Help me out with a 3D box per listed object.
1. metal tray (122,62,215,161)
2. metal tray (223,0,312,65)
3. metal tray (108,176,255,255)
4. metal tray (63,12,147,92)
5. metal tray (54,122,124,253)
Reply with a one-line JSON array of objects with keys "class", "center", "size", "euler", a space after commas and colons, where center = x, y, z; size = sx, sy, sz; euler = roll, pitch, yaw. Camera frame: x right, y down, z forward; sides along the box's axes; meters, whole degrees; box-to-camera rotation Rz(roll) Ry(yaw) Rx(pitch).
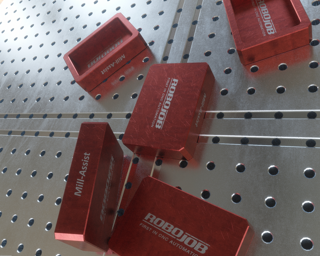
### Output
[{"class": "metal tray", "center": [0.013, -0.026, 0.413], "size": [0.090, 0.030, 0.130], "euler": [5, 64, 30]}, {"class": "metal tray", "center": [0.141, -0.156, 0.425], "size": [0.090, 0.030, 0.130], "euler": [-16, 55, 18]}, {"class": "metal tray", "center": [0.019, 0.115, 0.324], "size": [0.130, 0.030, 0.090], "euler": [18, 71, 34]}, {"class": "metal tray", "center": [-0.097, -0.132, 0.534], "size": [0.130, 0.030, 0.090], "euler": [-37, 51, 2]}, {"class": "metal tray", "center": [-0.075, 0.069, 0.358], "size": [0.030, 0.090, 0.130], "euler": [1, 61, 8]}]
